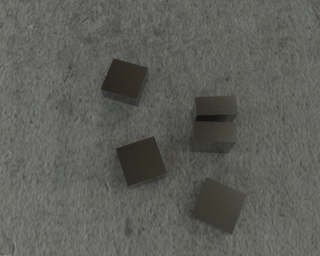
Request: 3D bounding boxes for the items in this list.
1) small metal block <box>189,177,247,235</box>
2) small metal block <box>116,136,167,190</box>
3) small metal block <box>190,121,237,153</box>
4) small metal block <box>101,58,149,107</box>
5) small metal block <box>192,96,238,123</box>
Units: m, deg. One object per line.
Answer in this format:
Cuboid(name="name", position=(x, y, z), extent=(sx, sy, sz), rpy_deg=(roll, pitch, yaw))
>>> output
Cuboid(name="small metal block", position=(0.069, 0.094, 0.375), extent=(0.050, 0.025, 0.050), rpy_deg=(23, 71, 8))
Cuboid(name="small metal block", position=(-0.023, 0.044, 0.392), extent=(0.050, 0.025, 0.050), rpy_deg=(-18, 71, -7))
Cuboid(name="small metal block", position=(0.065, 0.013, 0.391), extent=(0.050, 0.050, 0.025), rpy_deg=(2, 70, 0))
Cuboid(name="small metal block", position=(-0.048, -0.063, 0.431), extent=(0.050, 0.025, 0.050), rpy_deg=(16, 71, 5))
Cuboid(name="small metal block", position=(0.069, -0.019, 0.403), extent=(0.050, 0.050, 0.025), rpy_deg=(-2, 70, -1))
